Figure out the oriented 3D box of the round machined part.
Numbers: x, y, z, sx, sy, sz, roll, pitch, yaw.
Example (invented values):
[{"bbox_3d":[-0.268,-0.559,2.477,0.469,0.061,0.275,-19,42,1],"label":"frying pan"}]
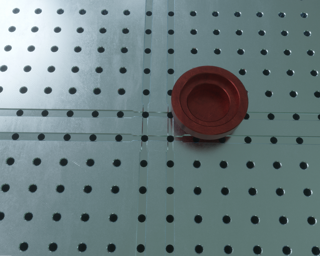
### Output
[{"bbox_3d":[0.064,-0.031,0.414,0.099,0.042,0.098,0,70,0],"label":"round machined part"}]
